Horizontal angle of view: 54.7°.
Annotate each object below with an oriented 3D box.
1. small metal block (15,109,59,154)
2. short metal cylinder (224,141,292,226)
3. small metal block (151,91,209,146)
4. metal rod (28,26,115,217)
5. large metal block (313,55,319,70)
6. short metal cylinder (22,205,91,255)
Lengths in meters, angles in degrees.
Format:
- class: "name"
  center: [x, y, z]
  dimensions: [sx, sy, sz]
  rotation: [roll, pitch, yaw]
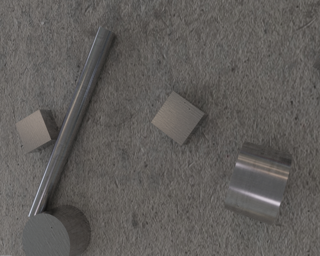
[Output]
- class: "small metal block"
  center: [-0.186, 0.005, 0.475]
  dimensions: [0.050, 0.025, 0.050]
  rotation: [-27, 81, 18]
- class: "short metal cylinder"
  center: [0.108, 0.059, 0.342]
  dimensions: [0.050, 0.080, 0.080]
  rotation: [17, 96, 19]
- class: "small metal block"
  center: [0.026, -0.013, 0.400]
  dimensions: [0.050, 0.025, 0.050]
  rotation: [38, 102, 16]
- class: "metal rod"
  center: [-0.132, -0.001, 0.455]
  dimensions: [0.025, 0.025, 0.298]
  rotation: [26, 98, 18]
- class: "large metal block"
  center: [0.221, -0.082, 0.318]
  dimensions: [0.080, 0.050, 0.080]
  rotation: [35, 101, 16]
- class: "short metal cylinder"
  center: [-0.149, 0.157, 0.448]
  dimensions: [0.080, 0.050, 0.080]
  rotation: [0, 90, 20]
